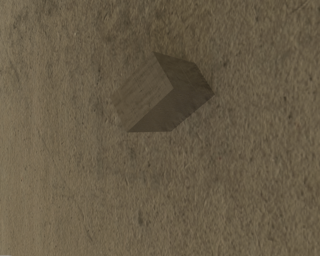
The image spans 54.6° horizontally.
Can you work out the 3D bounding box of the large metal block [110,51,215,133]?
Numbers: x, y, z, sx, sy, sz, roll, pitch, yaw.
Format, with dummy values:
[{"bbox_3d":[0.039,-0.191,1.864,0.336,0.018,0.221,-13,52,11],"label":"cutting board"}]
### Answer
[{"bbox_3d":[0.003,-0.038,0.367,0.080,0.081,0.050,-41,65,32],"label":"large metal block"}]
